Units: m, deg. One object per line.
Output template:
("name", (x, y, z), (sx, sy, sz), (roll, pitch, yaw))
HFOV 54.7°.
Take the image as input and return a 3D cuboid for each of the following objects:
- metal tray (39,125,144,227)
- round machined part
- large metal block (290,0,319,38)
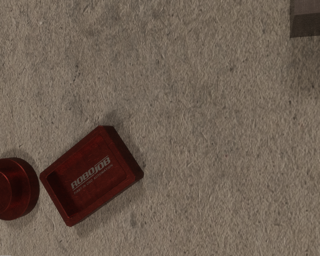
("metal tray", (-0.099, 0.068, 0.439), (0.130, 0.030, 0.090), (-37, 78, 15))
("round machined part", (-0.243, 0.096, 0.483), (0.098, 0.042, 0.097), (0, 90, 19))
("large metal block", (0.179, -0.131, 0.317), (0.080, 0.080, 0.050), (1, 90, 19))
